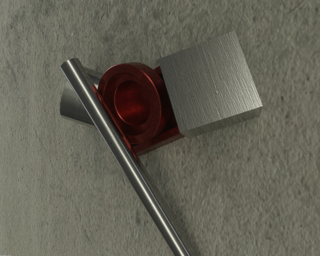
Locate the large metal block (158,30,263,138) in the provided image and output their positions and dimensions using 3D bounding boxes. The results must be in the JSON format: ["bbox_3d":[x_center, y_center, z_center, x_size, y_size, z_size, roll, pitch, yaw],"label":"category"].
[{"bbox_3d":[0.052,-0.042,0.324,0.080,0.050,0.080,-18,77,11],"label":"large metal block"}]

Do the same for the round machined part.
[{"bbox_3d":[-0.028,-0.033,0.385,0.098,0.042,0.097,12,112,32],"label":"round machined part"}]

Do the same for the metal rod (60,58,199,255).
[{"bbox_3d":[-0.033,0.048,0.375,0.025,0.025,0.299,-34,87,35],"label":"metal rod"}]

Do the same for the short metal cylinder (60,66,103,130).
[{"bbox_3d":[-0.100,-0.043,0.442,0.050,0.080,0.079,19,105,1],"label":"short metal cylinder"}]

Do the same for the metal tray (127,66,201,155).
[{"bbox_3d":[-0.009,-0.022,0.408,0.130,0.030,0.090,-26,74,36],"label":"metal tray"}]
